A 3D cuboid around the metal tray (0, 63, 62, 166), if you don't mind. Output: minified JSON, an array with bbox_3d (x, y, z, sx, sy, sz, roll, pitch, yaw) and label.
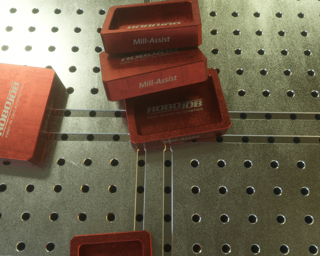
[{"bbox_3d":[-0.194,-0.020,0.414,0.091,0.030,0.130,7,70,2],"label":"metal tray"}]

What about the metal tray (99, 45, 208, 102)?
[{"bbox_3d":[-0.012,-0.084,0.416,0.131,0.030,0.090,-13,38,-5],"label":"metal tray"}]

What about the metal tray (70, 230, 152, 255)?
[{"bbox_3d":[-0.051,0.184,0.341,0.091,0.030,0.129,-4,70,-2],"label":"metal tray"}]

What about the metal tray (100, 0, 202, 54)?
[{"bbox_3d":[-0.010,-0.144,0.433,0.131,0.030,0.090,-4,43,5],"label":"metal tray"}]

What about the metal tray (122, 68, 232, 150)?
[{"bbox_3d":[0.020,-0.027,0.419,0.131,0.030,0.090,-9,70,-4],"label":"metal tray"}]
